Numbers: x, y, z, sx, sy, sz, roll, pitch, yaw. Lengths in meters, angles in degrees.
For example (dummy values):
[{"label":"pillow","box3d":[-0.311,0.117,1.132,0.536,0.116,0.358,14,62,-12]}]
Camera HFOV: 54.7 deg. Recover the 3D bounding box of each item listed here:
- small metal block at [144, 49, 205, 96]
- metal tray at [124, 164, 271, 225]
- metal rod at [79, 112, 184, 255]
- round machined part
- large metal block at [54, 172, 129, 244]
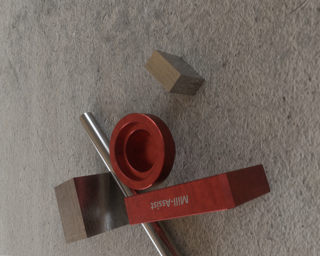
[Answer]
[{"label":"small metal block","box3d":[0.018,-0.066,0.374,0.050,0.050,0.025,50,119,28]},{"label":"metal tray","box3d":[0.038,0.072,0.331,0.130,0.091,0.030,-22,76,38]},{"label":"metal rod","box3d":[-0.040,0.090,0.437,0.025,0.025,0.300,-52,60,27]},{"label":"round machined part","box3d":[-0.019,0.029,0.409,0.098,0.042,0.097,0,90,40]},{"label":"large metal block","box3d":[-0.096,0.112,0.449,0.050,0.081,0.080,-28,73,36]}]
